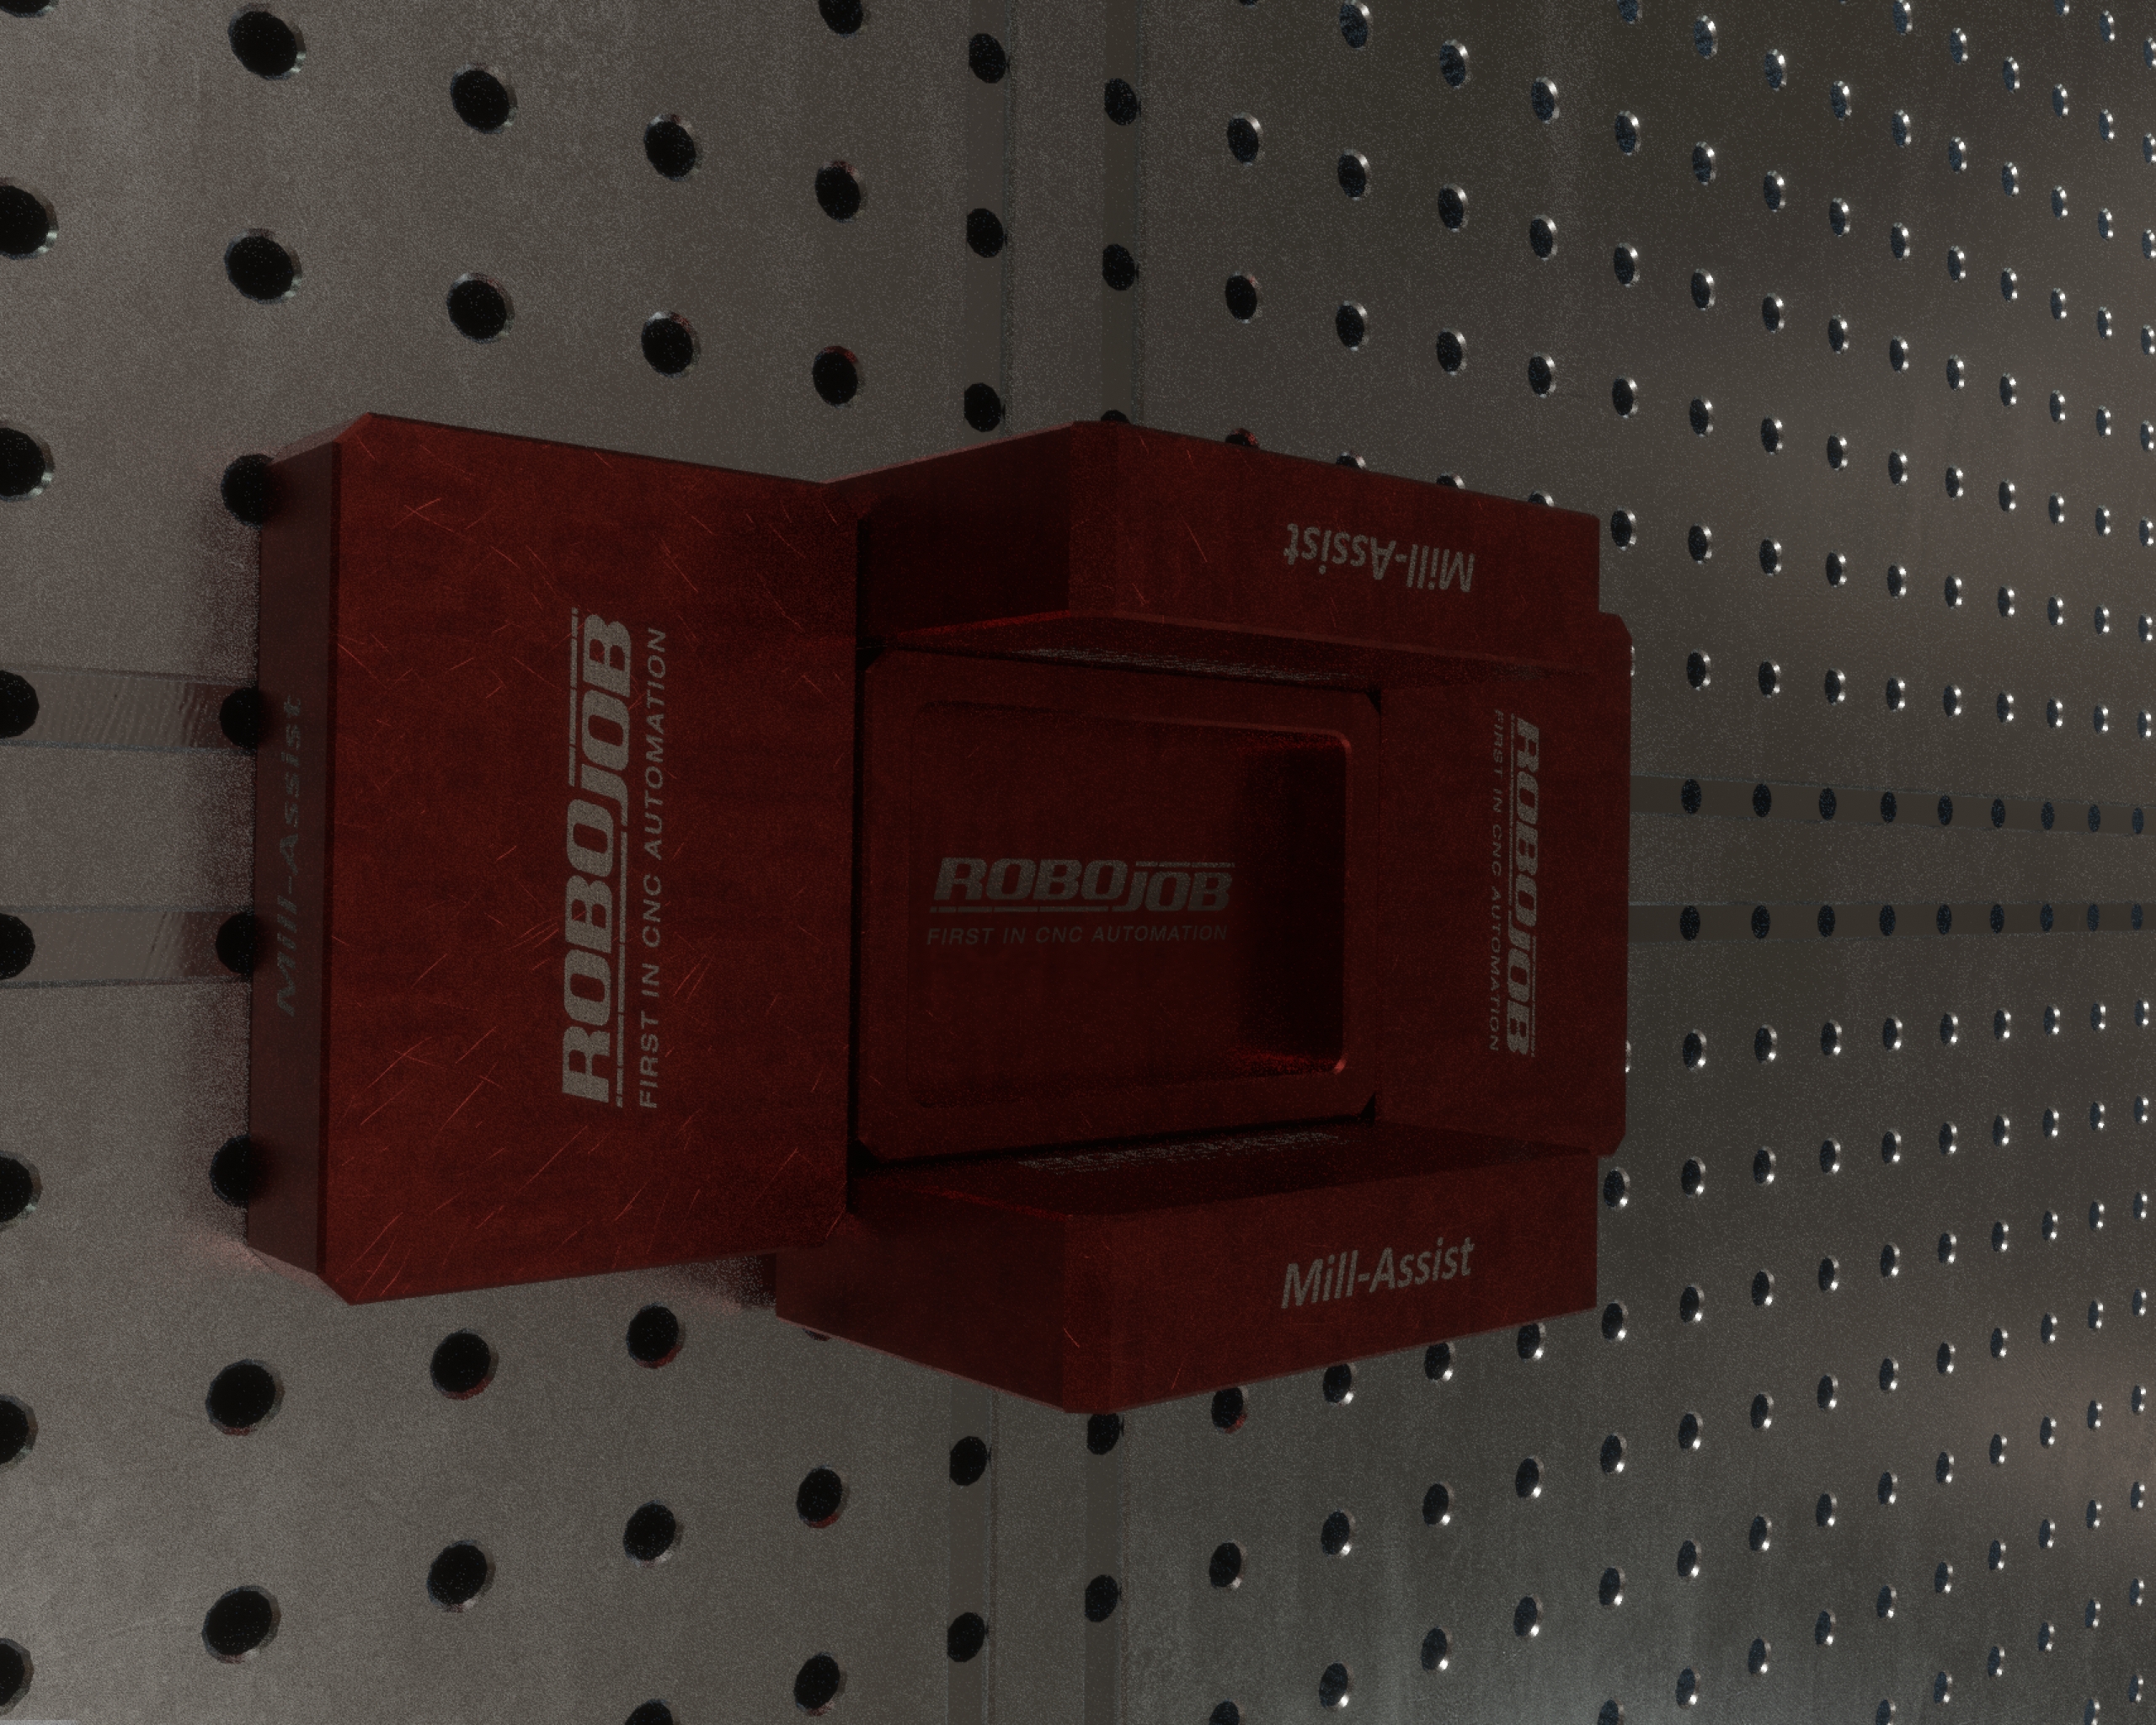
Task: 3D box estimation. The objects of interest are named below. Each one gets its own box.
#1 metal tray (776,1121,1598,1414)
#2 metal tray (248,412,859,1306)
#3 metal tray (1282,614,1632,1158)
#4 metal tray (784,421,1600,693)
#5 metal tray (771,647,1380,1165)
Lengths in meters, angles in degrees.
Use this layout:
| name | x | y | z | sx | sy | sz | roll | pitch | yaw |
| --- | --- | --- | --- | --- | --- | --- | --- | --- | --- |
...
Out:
| name | x | y | z | sx | sy | sz | roll | pitch | yaw |
| --- | --- | --- | --- | --- | --- | --- | --- | --- | --- |
| metal tray | 0.022 | 0.068 | 0.386 | 0.131 | 0.090 | 0.030 | 1 | 90 | -40 |
| metal tray | -0.082 | 0.000 | 0.338 | 0.091 | 0.030 | 0.129 | 1 | 89 | -40 |
| metal tray | 0.088 | 0.005 | 0.480 | 0.091 | 0.030 | 0.129 | 1 | 89 | -41 |
| metal tray | 0.023 | -0.052 | 0.388 | 0.131 | 0.090 | 0.030 | 1 | 90 | -40 |
| metal tray | 0.004 | 0.008 | 0.408 | 0.131 | 0.030 | 0.089 | 1 | 90 | -40 |
